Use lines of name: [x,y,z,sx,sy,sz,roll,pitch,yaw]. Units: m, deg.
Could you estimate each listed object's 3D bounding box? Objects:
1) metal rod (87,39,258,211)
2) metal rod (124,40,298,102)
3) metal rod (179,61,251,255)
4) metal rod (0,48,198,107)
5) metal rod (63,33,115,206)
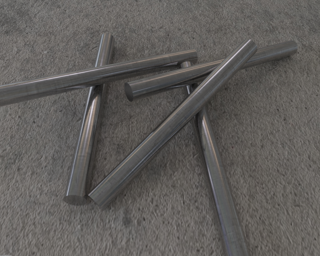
metal rod: [0.029,-0.018,0.390,0.025,0.025,0.301,35,66,25]
metal rod: [0.090,-0.089,0.453,0.302,0.025,0.025,-19,52,-25]
metal rod: [0.059,0.020,0.386,0.025,0.025,0.300,-5,50,-4]
metal rod: [-0.076,-0.075,0.435,0.302,0.025,0.025,-18,52,-26]
metal rod: [-0.091,-0.036,0.432,0.025,0.025,0.300,0,50,0]
